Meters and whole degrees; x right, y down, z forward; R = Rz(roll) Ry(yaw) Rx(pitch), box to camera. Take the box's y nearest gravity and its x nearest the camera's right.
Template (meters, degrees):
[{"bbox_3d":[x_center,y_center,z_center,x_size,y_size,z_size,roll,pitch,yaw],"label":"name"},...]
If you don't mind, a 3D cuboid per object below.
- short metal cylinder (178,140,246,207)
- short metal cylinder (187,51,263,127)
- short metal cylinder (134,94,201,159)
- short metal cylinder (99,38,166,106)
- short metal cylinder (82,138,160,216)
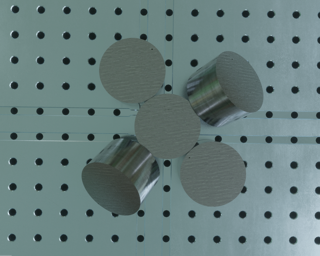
[{"bbox_3d":[0.065,0.056,0.402,0.081,0.050,0.079,0,90,-1],"label":"short metal cylinder"},{"bbox_3d":[0.080,-0.047,0.382,0.081,0.050,0.080,16,61,-31],"label":"short metal cylinder"},{"bbox_3d":[0.009,-0.002,0.401,0.081,0.050,0.079,0,90,-1],"label":"short metal cylinder"},{"bbox_3d":[-0.034,-0.070,0.400,0.081,0.050,0.079,0,90,-1],"label":"short metal cylinder"},{"bbox_3d":[-0.047,0.060,0.380,0.080,0.050,0.079,15,127,21],"label":"short metal cylinder"}]
